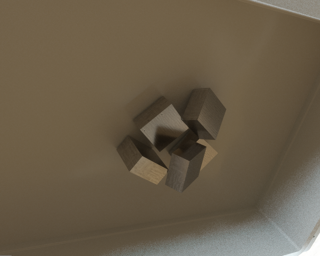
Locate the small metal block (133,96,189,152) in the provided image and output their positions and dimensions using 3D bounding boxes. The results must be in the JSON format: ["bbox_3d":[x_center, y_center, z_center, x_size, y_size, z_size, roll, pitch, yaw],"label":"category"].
[{"bbox_3d":[0.002,-0.005,0.405,0.050,0.025,0.050,-40,130,-2],"label":"small metal block"}]

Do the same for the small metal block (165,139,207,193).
[{"bbox_3d":[0.035,0.050,0.411,0.050,0.025,0.050,-30,137,-52],"label":"small metal block"}]

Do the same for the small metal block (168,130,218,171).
[{"bbox_3d":[0.049,0.037,0.458,0.050,0.025,0.050,-46,130,4],"label":"small metal block"}]

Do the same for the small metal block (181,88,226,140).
[{"bbox_3d":[0.060,-0.018,0.416,0.050,0.025,0.050,43,60,-40],"label":"small metal block"}]

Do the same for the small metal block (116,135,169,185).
[{"bbox_3d":[-0.023,0.042,0.404,0.050,0.050,0.025,33,100,-39],"label":"small metal block"}]
